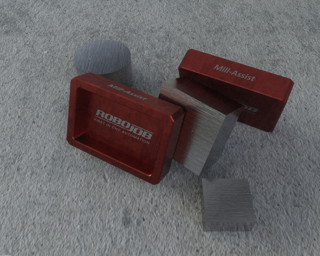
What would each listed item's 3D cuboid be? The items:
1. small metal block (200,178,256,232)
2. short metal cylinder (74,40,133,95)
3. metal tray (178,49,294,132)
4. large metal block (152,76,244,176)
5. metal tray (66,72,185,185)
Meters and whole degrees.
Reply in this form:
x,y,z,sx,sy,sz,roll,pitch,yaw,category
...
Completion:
x,y,z,sx,sy,sz,roll,pitch,yaw,category
0.071,0.083,0.334,0.050,0.025,0.050,0,50,0,small metal block
-0.082,-0.087,0.459,0.081,0.050,0.080,0,50,0,short metal cylinder
0.092,-0.046,0.396,0.130,0.090,0.030,22,71,17,metal tray
0.038,-0.005,0.363,0.080,0.079,0.050,32,31,24,large metal block
-0.045,-0.001,0.358,0.130,0.089,0.030,23,29,18,metal tray
